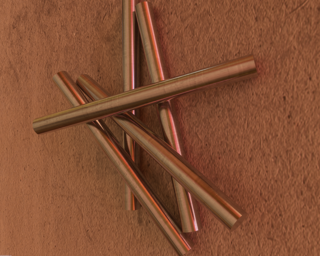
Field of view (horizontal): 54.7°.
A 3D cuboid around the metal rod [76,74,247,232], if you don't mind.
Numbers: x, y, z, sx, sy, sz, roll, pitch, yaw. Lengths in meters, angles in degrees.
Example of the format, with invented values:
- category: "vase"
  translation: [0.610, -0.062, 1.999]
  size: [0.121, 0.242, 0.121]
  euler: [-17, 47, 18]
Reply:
- category: "metal rod"
  translation: [-0.019, 0.012, 0.386]
  size: [0.300, 0.025, 0.025]
  euler: [40, 115, 33]

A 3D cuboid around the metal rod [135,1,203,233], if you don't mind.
- category: "metal rod"
  translation: [0.008, -0.022, 0.397]
  size: [0.025, 0.025, 0.299]
  euler: [-20, 77, 38]

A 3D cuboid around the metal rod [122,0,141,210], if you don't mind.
- category: "metal rod"
  translation: [-0.041, -0.036, 0.438]
  size: [0.025, 0.025, 0.298]
  euler: [-1, 89, 40]

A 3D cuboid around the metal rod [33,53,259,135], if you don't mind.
- category: "metal rod"
  translation: [-0.035, -0.034, 0.381]
  size: [0.300, 0.025, 0.025]
  euler: [-13, 81, 22]

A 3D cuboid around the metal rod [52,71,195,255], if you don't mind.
- category: "metal rod"
  translation: [-0.057, 0.037, 0.417]
  size: [0.300, 0.025, 0.025]
  euler: [51, 121, 16]
